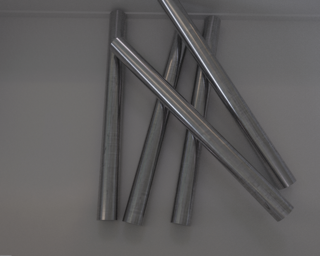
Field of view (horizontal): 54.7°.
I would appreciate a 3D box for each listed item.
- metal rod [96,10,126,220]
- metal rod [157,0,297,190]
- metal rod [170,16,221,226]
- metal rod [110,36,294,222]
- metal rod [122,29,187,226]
[{"bbox_3d":[-0.063,-0.031,0.420,0.025,0.025,0.299,0,70,0],"label":"metal rod"},{"bbox_3d":[0.083,-0.056,0.408,0.025,0.025,0.299,-29,81,-10],"label":"metal rod"},{"bbox_3d":[0.052,-0.024,0.418,0.025,0.025,0.299,10,70,3],"label":"metal rod"},{"bbox_3d":[0.041,-0.009,0.385,0.025,0.025,0.300,-40,75,-13],"label":"metal rod"},{"bbox_3d":[0.003,-0.023,0.417,0.025,0.025,0.299,13,70,4],"label":"metal rod"}]
